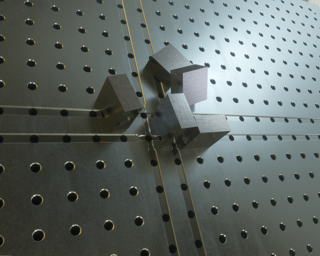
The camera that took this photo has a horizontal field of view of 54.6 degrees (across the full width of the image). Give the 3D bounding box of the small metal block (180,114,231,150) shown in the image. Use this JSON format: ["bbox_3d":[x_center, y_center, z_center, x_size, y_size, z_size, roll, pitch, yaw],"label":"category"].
[{"bbox_3d":[0.058,0.006,0.419,0.050,0.050,0.025,-3,64,-30],"label":"small metal block"}]

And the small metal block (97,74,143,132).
[{"bbox_3d":[-0.051,-0.031,0.383,0.025,0.050,0.050,-16,70,-34],"label":"small metal block"}]

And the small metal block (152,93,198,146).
[{"bbox_3d":[0.018,-0.011,0.408,0.025,0.050,0.050,-7,65,-31],"label":"small metal block"}]

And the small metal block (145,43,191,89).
[{"bbox_3d":[0.015,-0.095,0.473,0.050,0.025,0.050,44,51,2],"label":"small metal block"}]

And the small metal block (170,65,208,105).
[{"bbox_3d":[0.043,-0.062,0.450,0.050,0.050,0.025,-21,30,-36],"label":"small metal block"}]
